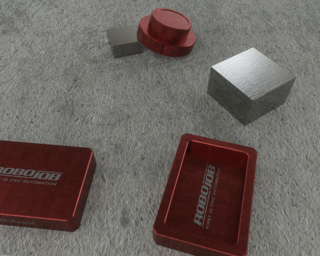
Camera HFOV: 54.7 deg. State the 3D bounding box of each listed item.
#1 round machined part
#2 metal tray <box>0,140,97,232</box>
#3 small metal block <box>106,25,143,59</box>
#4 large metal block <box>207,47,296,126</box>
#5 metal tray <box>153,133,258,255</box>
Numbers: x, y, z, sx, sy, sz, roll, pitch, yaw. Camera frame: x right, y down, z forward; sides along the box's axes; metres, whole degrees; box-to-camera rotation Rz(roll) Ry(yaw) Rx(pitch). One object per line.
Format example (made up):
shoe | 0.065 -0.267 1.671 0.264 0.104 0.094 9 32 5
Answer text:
round machined part | 0.014 -0.163 0.514 0.099 0.042 0.098 11 44 -11
metal tray | -0.147 0.061 0.347 0.131 0.030 0.090 5 50 3
small metal block | -0.060 -0.148 0.526 0.050 0.025 0.050 -14 51 -12
large metal block | 0.126 -0.061 0.440 0.081 0.050 0.080 -27 56 -21
metal tray | 0.053 0.071 0.340 0.090 0.030 0.130 13 51 10
